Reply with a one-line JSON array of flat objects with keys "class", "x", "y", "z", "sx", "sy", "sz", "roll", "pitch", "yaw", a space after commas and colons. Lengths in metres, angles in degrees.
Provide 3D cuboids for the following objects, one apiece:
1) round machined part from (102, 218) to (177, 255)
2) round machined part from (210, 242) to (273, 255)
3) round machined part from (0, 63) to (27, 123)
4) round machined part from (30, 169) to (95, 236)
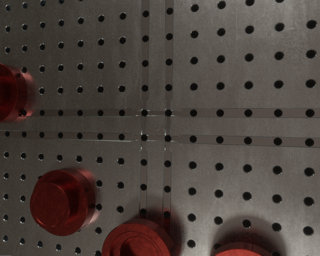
[{"class": "round machined part", "x": -0.024, "y": 0.169, "z": 0.411, "sx": 0.098, "sy": 0.042, "sz": 0.097, "roll": 0, "pitch": 90, "yaw": 19}, {"class": "round machined part", "x": 0.101, "y": 0.184, "z": 0.368, "sx": 0.098, "sy": 0.042, "sz": 0.097, "roll": 0, "pitch": 90, "yaw": 19}, {"class": "round machined part", "x": -0.267, "y": -0.056, "z": 0.495, "sx": 0.098, "sy": 0.042, "sz": 0.097, "roll": 0, "pitch": 90, "yaw": 19}, {"class": "round machined part", "x": -0.149, "y": 0.111, "z": 0.455, "sx": 0.098, "sy": 0.042, "sz": 0.097, "roll": 0, "pitch": 90, "yaw": 19}]
